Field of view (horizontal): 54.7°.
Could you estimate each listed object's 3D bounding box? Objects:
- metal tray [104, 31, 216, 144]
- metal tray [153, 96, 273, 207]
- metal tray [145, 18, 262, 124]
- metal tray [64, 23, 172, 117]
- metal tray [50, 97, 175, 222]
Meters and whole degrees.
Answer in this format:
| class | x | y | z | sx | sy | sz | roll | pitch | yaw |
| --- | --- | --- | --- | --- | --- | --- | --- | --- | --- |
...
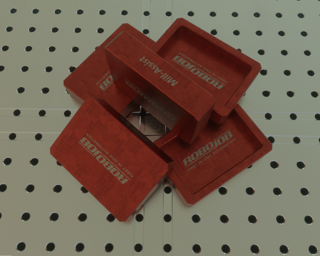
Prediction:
| class | x | y | z | sx | sy | sz | roll | pitch | yaw |
| --- | --- | --- | --- | --- | --- | --- | --- | --- | --- |
| metal tray | -0.002 | -0.043 | 0.360 | 0.130 | 0.090 | 0.030 | 39 | 75 | 12 |
| metal tray | 0.064 | 0.028 | 0.398 | 0.131 | 0.030 | 0.090 | -32 | 73 | -11 |
| metal tray | 0.052 | -0.077 | 0.405 | 0.130 | 0.030 | 0.090 | 34 | 73 | 11 |
| metal tray | -0.056 | -0.076 | 0.435 | 0.090 | 0.030 | 0.130 | 37 | 74 | 12 |
| metal tray | -0.060 | 0.036 | 0.375 | 0.130 | 0.030 | 0.090 | 41 | 100 | 13 |
